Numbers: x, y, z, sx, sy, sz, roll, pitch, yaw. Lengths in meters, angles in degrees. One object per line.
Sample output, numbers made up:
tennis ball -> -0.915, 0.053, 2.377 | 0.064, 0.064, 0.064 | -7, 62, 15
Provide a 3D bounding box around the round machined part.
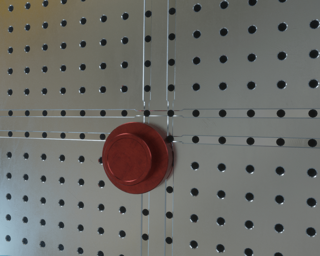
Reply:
round machined part -> -0.036, 0.040, 0.417 | 0.098, 0.042, 0.097 | 0, 90, 20
